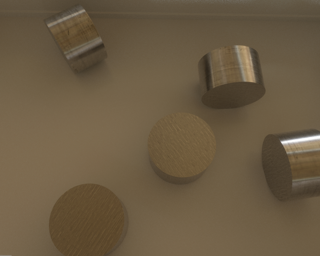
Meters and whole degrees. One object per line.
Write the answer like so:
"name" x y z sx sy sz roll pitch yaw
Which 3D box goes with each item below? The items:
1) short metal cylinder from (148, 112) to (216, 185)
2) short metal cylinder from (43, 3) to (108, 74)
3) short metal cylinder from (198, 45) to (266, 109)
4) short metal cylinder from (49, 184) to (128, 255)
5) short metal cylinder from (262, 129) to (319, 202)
"short metal cylinder" 0.026 0.027 0.387 0.081 0.050 0.080 0 70 0
"short metal cylinder" -0.114 -0.120 0.423 0.050 0.080 0.080 -31 73 -11
"short metal cylinder" 0.092 -0.064 0.405 0.081 0.080 0.050 -3 70 -2
"short metal cylinder" -0.079 0.108 0.356 0.081 0.050 0.080 0 70 0
"short metal cylinder" 0.161 0.043 0.367 0.050 0.080 0.080 -8 70 -3
